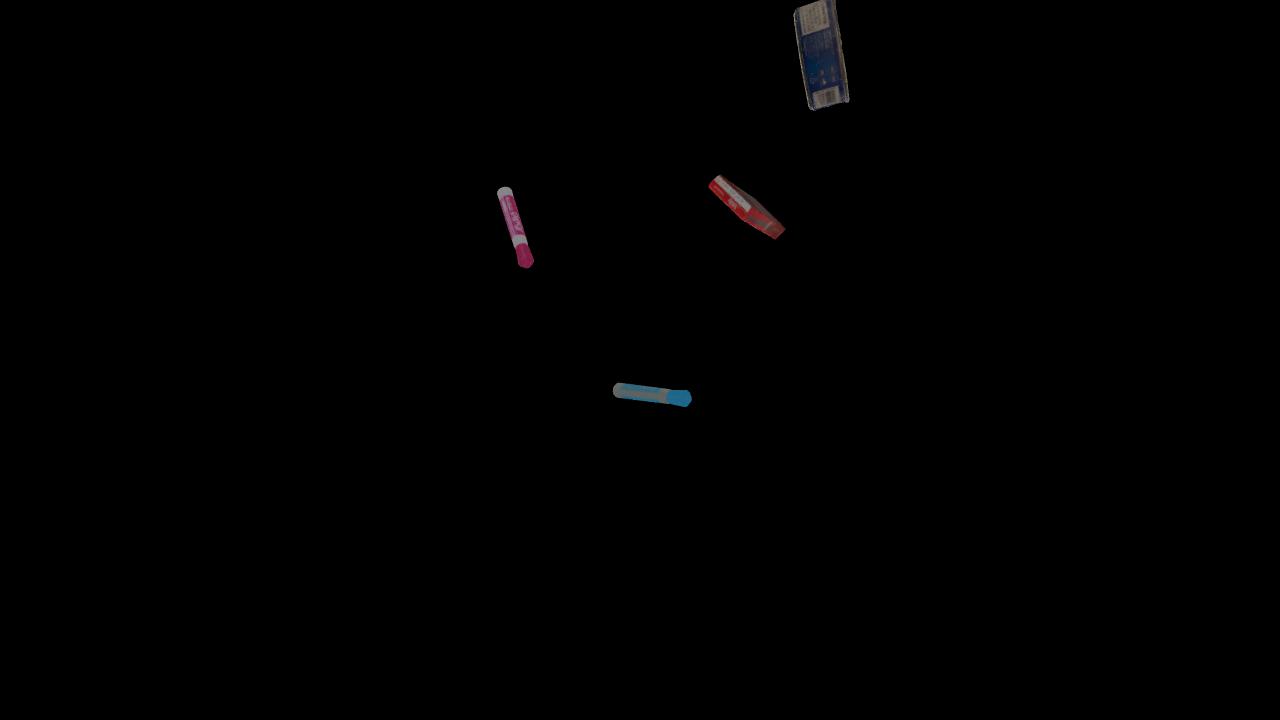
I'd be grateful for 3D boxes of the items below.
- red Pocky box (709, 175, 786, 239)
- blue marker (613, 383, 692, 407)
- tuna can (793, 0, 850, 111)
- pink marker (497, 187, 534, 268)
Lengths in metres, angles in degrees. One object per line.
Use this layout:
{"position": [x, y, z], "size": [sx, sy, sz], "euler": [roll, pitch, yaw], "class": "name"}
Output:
{"position": [0.174, -0.240, 0.980], "size": [0.028, 0.083, 0.155], "euler": [-48, -25, 21], "class": "red Pocky box"}
{"position": [0.013, 0.040, 0.715], "size": [0.020, 0.020, 0.121], "euler": [0, 3, -42], "class": "blue marker"}
{"position": [0.154, -0.258, 0.522], "size": [0.034, 0.084, 0.084], "euler": [-9, -3, 21], "class": "tuna can"}
{"position": [-0.150, -0.159, 0.740], "size": [0.020, 0.121, 0.020], "euler": [-17, -27, -9], "class": "pink marker"}
